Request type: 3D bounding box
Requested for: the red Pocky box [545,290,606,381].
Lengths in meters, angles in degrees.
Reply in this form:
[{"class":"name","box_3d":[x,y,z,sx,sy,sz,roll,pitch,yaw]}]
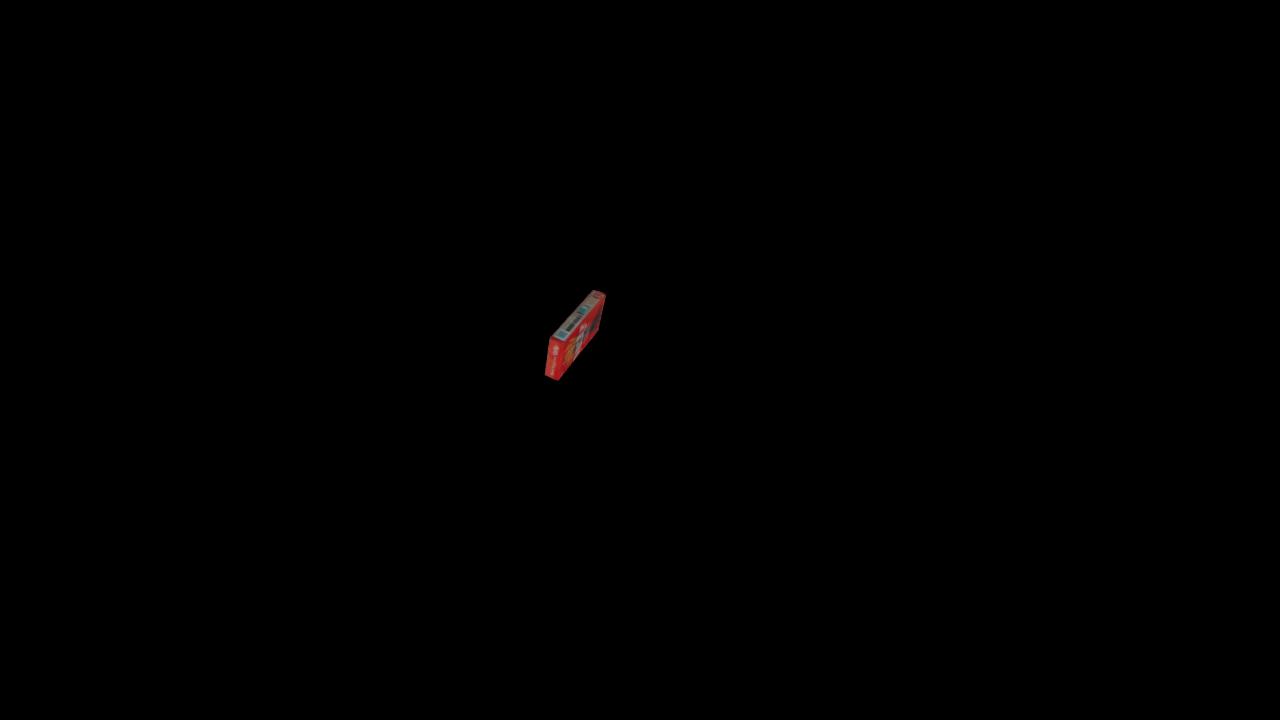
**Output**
[{"class":"red Pocky box","box_3d":[-0.104,-0.042,0.999,0.028,0.083,0.155,24,42,9]}]
